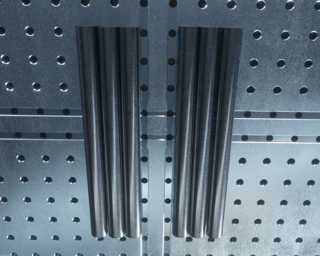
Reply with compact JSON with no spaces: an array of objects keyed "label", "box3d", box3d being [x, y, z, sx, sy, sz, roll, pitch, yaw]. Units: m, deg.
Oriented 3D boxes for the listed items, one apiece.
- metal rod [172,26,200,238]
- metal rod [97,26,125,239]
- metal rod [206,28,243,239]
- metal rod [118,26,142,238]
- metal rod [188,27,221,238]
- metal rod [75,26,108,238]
[{"label":"metal rod","box3d":[0.033,0.019,0.420,0.025,0.025,0.298,1,110,0]},{"label":"metal rod","box3d":[-0.064,0.020,0.419,0.025,0.025,0.298,1,110,0]},{"label":"metal rod","box3d":[0.084,0.020,0.421,0.025,0.025,0.298,1,110,0]},{"label":"metal rod","box3d":[-0.039,0.020,0.420,0.025,0.025,0.298,1,110,0]},{"label":"metal rod","box3d":[0.058,0.020,0.420,0.025,0.025,0.298,1,110,0]},{"label":"metal rod","box3d":[-0.089,0.019,0.419,0.025,0.025,0.298,1,110,0]}]
